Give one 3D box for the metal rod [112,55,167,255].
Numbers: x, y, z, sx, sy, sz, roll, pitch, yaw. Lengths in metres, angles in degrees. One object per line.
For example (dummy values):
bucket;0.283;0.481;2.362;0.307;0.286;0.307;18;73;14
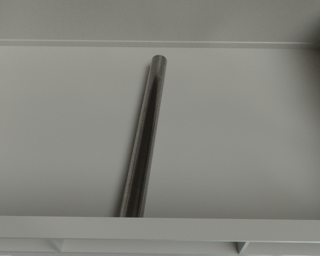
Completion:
metal rod;-0.018;0.008;0.398;0.025;0.025;0.300;5;50;4
